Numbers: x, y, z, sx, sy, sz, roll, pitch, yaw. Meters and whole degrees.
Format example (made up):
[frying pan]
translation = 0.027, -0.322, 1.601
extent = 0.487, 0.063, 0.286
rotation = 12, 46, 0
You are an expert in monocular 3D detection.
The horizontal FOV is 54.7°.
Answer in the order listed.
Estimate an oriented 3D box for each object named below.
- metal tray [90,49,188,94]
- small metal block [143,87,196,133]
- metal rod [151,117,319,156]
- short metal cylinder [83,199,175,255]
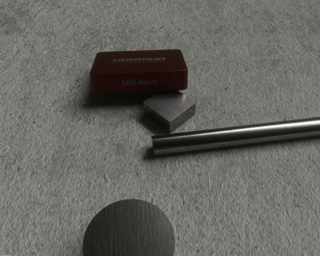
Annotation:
[metal tray]
translation = -0.030, -0.085, 0.454
extent = 0.131, 0.030, 0.090
rotation = -3, 32, -3
[small metal block]
translation = 0.013, -0.027, 0.426
extent = 0.050, 0.025, 0.050
rotation = -37, 59, -27
[metal rod]
translation = 0.140, 0.005, 0.399
extent = 0.302, 0.025, 0.025
rotation = -6, 50, -6
[short metal cylinder]
translation = -0.027, 0.115, 0.291
extent = 0.081, 0.050, 0.080
rotation = 0, 50, 0
